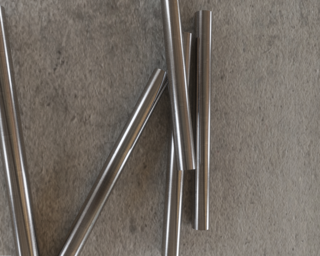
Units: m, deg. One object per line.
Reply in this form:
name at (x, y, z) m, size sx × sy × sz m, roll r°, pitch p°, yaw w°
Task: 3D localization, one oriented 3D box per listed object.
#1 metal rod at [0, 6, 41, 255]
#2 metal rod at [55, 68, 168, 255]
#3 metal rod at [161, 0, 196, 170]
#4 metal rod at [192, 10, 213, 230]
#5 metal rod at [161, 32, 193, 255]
metal rod at (-0.166, 0.016, 0.347) m, size 0.025 × 0.025 × 0.298 m, roll -8°, pitch 93°, yaw -20°
metal rod at (-0.063, 0.059, 0.386) m, size 0.025 × 0.025 × 0.299 m, roll 30°, pitch 80°, yaw -18°
metal rod at (0.019, -0.097, 0.397) m, size 0.025 × 0.025 × 0.298 m, roll -3°, pitch 84°, yaw -20°
metal rod at (0.059, -0.011, 0.431) m, size 0.025 × 0.025 × 0.298 m, roll 1°, pitch 90°, yaw -20°
metal rod at (0.023, 0.022, 0.418) m, size 0.025 × 0.025 × 0.298 m, roll 4°, pitch 89°, yaw -20°
